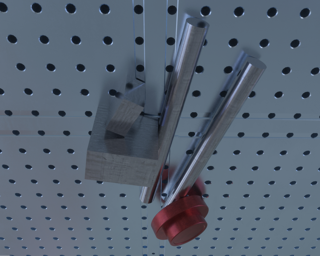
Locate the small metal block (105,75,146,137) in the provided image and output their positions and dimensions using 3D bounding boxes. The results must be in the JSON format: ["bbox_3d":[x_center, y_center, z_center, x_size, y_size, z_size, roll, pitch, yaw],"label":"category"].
[{"bbox_3d":[-0.041,-0.027,0.372,0.025,0.050,0.050,24,126,-19],"label":"small metal block"}]

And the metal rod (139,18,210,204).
[{"bbox_3d":[0.009,0.003,0.413,0.025,0.025,0.298,9,130,-8],"label":"metal rod"}]

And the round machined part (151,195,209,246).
[{"bbox_3d":[0.038,0.158,0.511,0.099,0.042,0.097,-20,142,-16],"label":"round machined part"}]

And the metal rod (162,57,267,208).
[{"bbox_3d":[0.062,0.034,0.441,0.025,0.025,0.298,14,129,-12],"label":"metal rod"}]

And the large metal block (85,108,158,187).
[{"bbox_3d":[-0.047,0.024,0.395,0.081,0.080,0.050,9,130,-8],"label":"large metal block"}]
